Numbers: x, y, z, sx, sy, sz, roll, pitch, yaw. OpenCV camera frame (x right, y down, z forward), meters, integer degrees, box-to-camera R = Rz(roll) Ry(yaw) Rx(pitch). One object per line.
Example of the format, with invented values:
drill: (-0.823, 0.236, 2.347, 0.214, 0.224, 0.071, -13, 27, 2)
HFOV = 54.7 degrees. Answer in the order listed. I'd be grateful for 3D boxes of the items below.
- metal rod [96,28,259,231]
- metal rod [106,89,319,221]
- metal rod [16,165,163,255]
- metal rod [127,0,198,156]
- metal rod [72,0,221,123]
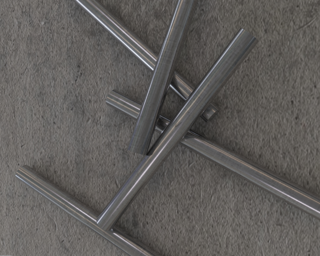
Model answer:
metal rod: (0.011, 0.014, 0.377, 0.025, 0.025, 0.299, 41, 107, 15)
metal rod: (0.059, 0.025, 0.387, 0.301, 0.025, 0.025, 28, 99, 17)
metal rod: (-0.088, 0.135, 0.440, 0.301, 0.025, 0.025, 28, 99, 17)
metal rod: (0.019, -0.112, 0.381, 0.025, 0.025, 0.299, 18, 88, 19)
metal rod: (-0.038, -0.116, 0.422, 0.300, 0.025, 0.025, 44, 104, 14)
